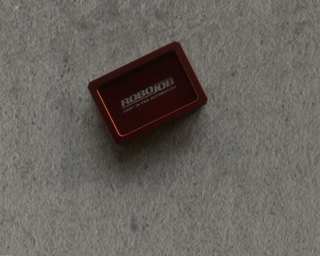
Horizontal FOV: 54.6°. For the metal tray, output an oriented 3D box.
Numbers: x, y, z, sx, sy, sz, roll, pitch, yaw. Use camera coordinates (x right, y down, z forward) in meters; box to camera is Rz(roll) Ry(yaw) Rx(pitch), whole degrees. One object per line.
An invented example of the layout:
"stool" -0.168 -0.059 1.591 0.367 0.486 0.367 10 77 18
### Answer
"metal tray" -0.015 -0.044 0.407 0.130 0.030 0.090 -26 90 0
